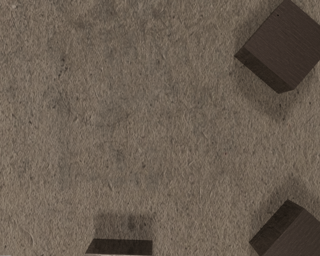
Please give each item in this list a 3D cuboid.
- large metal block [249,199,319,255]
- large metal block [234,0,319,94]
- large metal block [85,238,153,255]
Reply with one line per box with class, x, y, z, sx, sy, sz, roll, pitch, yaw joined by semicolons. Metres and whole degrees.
large metal block;0.179;0.154;0.400;0.080;0.050;0.080;42;90;-1
large metal block;0.158;-0.103;0.400;0.080;0.050;0.080;41;90;-1
large metal block;-0.052;0.192;0.397;0.081;0.050;0.079;2;90;-1
